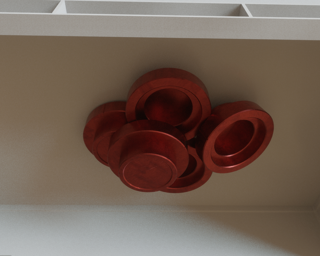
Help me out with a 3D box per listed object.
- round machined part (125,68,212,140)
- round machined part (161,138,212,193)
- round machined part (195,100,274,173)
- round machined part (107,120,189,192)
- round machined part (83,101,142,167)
[{"bbox_3d":[0.010,-0.030,0.371,0.099,0.042,0.097,-1,130,0],"label":"round machined part"},{"bbox_3d":[0.022,0.045,0.434,0.099,0.042,0.097,-1,130,0],"label":"round machined part"},{"bbox_3d":[0.088,0.007,0.389,0.099,0.042,0.097,-13,129,-16],"label":"round machined part"},{"bbox_3d":[-0.014,0.040,0.373,0.099,0.042,0.097,-1,130,0],"label":"round machined part"},{"bbox_3d":[-0.051,0.016,0.407,0.099,0.042,0.097,-1,130,0],"label":"round machined part"}]
